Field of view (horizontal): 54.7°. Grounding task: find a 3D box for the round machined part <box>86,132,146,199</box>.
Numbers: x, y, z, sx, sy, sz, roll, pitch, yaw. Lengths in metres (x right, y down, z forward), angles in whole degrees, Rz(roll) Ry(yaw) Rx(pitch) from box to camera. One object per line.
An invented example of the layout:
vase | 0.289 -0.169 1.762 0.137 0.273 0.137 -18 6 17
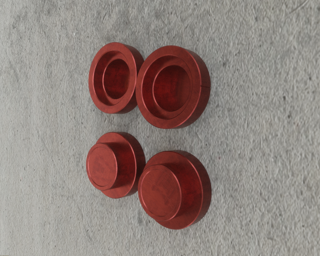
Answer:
round machined part | -0.071 0.055 0.453 0.098 0.042 0.097 0 90 40

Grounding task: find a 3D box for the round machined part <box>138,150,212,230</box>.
round machined part | 0.011 0.077 0.385 0.098 0.042 0.097 0 90 40

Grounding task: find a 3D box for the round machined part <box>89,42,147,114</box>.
round machined part | -0.054 -0.068 0.439 0.098 0.042 0.097 0 90 40

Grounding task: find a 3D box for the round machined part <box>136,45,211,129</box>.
round machined part | 0.020 -0.048 0.378 0.098 0.042 0.097 0 90 40
